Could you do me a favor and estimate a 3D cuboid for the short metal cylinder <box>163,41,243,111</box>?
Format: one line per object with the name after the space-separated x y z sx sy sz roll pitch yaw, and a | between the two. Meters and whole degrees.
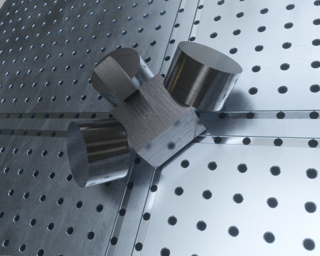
0.050 -0.063 0.371 0.080 0.081 0.050 51 130 39 | short metal cylinder

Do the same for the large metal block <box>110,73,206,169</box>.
-0.003 -0.010 0.392 0.080 0.050 0.080 -39 51 2 | large metal block

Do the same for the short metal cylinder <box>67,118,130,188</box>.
-0.078 0.029 0.384 0.080 0.050 0.079 18 112 55 | short metal cylinder

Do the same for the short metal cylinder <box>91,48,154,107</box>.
-0.054 -0.072 0.460 0.080 0.050 0.080 -13 56 21 | short metal cylinder

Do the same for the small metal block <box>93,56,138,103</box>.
-0.053 -0.061 0.389 0.025 0.050 0.050 -39 7 4 | small metal block
